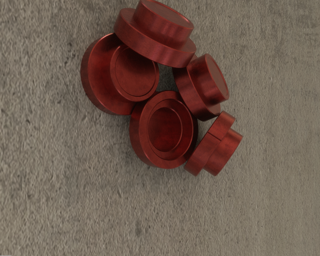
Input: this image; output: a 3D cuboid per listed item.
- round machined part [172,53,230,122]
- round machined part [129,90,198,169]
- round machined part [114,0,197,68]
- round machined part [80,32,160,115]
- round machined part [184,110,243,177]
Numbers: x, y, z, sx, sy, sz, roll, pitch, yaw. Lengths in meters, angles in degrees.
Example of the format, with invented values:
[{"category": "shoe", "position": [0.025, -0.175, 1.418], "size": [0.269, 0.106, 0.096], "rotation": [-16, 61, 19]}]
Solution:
[{"category": "round machined part", "position": [0.060, -0.061, 0.419], "size": [0.098, 0.042, 0.098], "rotation": [44, 33, -38]}, {"category": "round machined part", "position": [0.000, 0.002, 0.397], "size": [0.099, 0.042, 0.097], "rotation": [0, 90, -40]}, {"category": "round machined part", "position": [0.000, -0.115, 0.359], "size": [0.099, 0.098, 0.042], "rotation": [1, 131, -40]}, {"category": "round machined part", "position": [-0.040, -0.064, 0.365], "size": [0.099, 0.042, 0.097], "rotation": [0, 90, -40]}, {"category": "round machined part", "position": [0.078, 0.028, 0.427], "size": [0.042, 0.098, 0.098], "rotation": [34, 62, 9]}]
